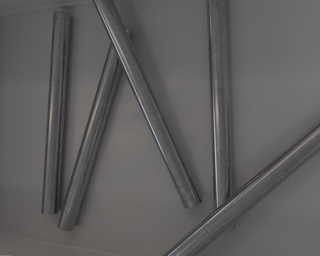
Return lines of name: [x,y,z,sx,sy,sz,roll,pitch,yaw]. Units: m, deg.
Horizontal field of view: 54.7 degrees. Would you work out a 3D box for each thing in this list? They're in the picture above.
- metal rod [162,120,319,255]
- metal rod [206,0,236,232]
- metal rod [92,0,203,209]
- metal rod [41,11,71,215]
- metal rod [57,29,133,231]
metal rod: [0.111,0.068,0.350,0.300,0.025,0.025,-43,77,7]
metal rod: [0.075,-0.025,0.383,0.025,0.025,0.298,-2,89,20]
metal rod: [-0.018,-0.039,0.400,0.025,0.025,0.299,-25,88,18]
metal rod: [-0.156,-0.022,0.465,0.025,0.025,0.298,5,92,20]
metal rod: [-0.095,0.005,0.443,0.025,0.025,0.298,20,96,19]
